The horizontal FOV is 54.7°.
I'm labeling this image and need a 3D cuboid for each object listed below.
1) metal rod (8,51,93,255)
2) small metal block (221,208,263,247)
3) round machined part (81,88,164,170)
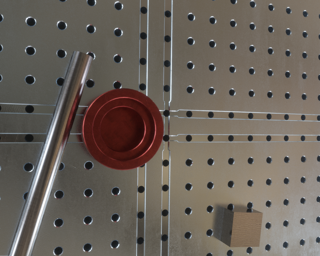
[{"bbox_3d":[-0.134,0.054,0.363,0.025,0.025,0.299,18,84,-20],"label":"metal rod"},{"bbox_3d":[0.121,0.147,0.460,0.050,0.025,0.050,8,87,-20],"label":"small metal block"},{"bbox_3d":[-0.048,0.001,0.387,0.099,0.042,0.097,0,90,-21],"label":"round machined part"}]
